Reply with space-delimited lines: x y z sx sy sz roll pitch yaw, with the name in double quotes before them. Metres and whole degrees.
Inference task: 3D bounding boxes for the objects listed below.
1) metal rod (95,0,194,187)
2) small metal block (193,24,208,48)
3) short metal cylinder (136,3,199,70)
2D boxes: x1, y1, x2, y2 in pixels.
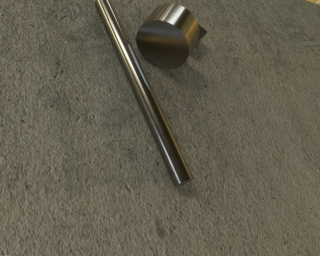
"metal rod" -0.029 -0.062 0.425 0.025 0.025 0.299 -12 68 -33
"small metal block" 0.045 -0.161 0.526 0.050 0.025 0.050 41 51 0
"short metal cylinder" 0.012 -0.134 0.457 0.080 0.080 0.050 32 52 -7
